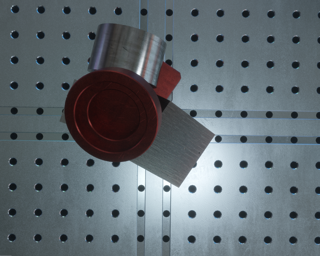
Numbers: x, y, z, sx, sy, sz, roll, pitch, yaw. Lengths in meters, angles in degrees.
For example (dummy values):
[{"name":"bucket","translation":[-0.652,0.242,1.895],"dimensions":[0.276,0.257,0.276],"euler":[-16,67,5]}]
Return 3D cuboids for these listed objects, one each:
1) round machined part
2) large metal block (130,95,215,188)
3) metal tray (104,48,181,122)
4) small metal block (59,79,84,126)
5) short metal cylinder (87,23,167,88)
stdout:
[{"name":"round machined part","translation":[-0.046,-0.016,0.330],"dimensions":[0.098,0.042,0.097],"euler":[4,110,10]},{"name":"large metal block","translation":[0.007,0.015,0.383],"dimensions":[0.080,0.050,0.080],"euler":[34,90,-31]},{"name":"metal tray","translation":[-0.044,-0.040,0.411],"dimensions":[0.090,0.030,0.130],"euler":[35,90,-1]},{"name":"small metal block","translation":[-0.091,-0.027,0.368],"dimensions":[0.025,0.050,0.050],"euler":[19,90,0]},{"name":"short metal cylinder","translation":[-0.037,-0.080,0.355],"dimensions":[0.080,0.080,0.050],"euler":[13,90,-1]}]
